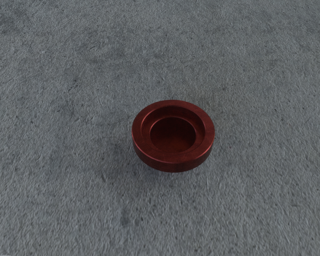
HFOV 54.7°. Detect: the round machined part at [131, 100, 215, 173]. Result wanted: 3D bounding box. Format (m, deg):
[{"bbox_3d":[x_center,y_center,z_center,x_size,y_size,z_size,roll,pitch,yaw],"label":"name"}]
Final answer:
[{"bbox_3d":[0.015,0.014,0.382,0.099,0.042,0.098,0,50,0],"label":"round machined part"}]
